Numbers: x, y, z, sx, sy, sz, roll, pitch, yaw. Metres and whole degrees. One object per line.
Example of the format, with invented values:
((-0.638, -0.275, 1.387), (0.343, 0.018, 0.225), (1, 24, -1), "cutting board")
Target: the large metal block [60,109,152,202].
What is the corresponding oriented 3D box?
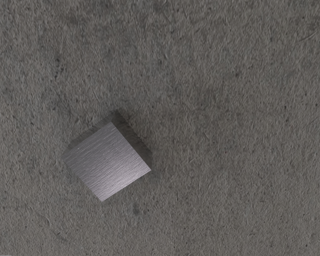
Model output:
((-0.067, 0.036, 0.409), (0.080, 0.050, 0.080), (-34, 107, 11), "large metal block")
